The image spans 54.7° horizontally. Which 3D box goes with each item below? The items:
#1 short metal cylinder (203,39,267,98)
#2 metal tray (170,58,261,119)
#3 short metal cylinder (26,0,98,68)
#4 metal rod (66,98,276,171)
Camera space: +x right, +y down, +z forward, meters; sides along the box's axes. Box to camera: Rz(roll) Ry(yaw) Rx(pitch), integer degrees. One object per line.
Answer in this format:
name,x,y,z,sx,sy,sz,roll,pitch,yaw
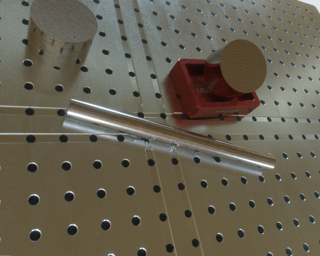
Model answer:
short metal cylinder,0.114,-0.089,0.475,0.081,0.050,0.080,2,85,-20
metal tray,0.089,-0.064,0.494,0.131,0.030,0.090,-5,64,-31
short metal cylinder,-0.127,-0.125,0.401,0.081,0.050,0.080,14,56,-21
metal rod,0.029,0.014,0.416,0.302,0.025,0.025,16,55,-20
